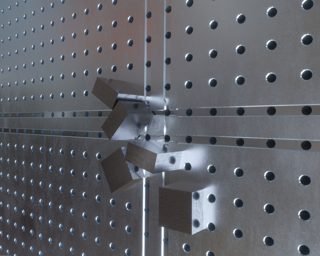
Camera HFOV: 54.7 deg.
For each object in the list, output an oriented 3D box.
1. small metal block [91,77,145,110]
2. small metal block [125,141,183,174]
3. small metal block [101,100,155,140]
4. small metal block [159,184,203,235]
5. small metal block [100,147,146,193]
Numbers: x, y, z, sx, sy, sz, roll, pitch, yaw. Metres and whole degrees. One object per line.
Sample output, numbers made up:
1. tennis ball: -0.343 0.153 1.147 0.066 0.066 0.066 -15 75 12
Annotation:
1. small metal block: -0.059 -0.048 0.440 0.050 0.050 0.025 38 113 33
2. small metal block: -0.008 0.036 0.398 0.050 0.050 0.025 19 102 38
3. small metal block: -0.044 -0.010 0.427 0.050 0.050 0.025 -52 60 27
4. small metal block: 0.026 0.100 0.386 0.050 0.025 0.050 1 90 39
5. small metal block: -0.055 0.061 0.453 0.050 0.025 0.050 -36 68 34
